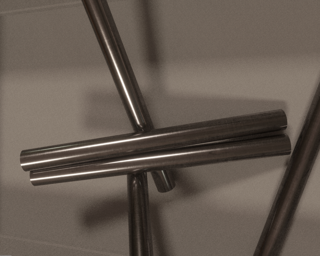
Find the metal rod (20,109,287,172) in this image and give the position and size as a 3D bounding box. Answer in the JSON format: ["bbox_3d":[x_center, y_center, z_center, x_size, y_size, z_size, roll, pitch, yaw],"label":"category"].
[{"bbox_3d":[-0.006,0.014,0.358,0.302,0.025,0.025,-9,87,-1],"label":"metal rod"}]

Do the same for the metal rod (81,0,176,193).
[{"bbox_3d":[-0.040,-0.054,0.360,0.025,0.025,0.298,-13,110,19],"label":"metal rod"}]

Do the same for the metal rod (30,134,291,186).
[{"bbox_3d":[-0.002,0.038,0.367,0.302,0.025,0.025,-7,88,3],"label":"metal rod"}]

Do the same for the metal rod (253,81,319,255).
[{"bbox_3d":[0.164,0.032,0.352,0.025,0.025,0.298,20,97,18],"label":"metal rod"}]

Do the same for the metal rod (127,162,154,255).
[{"bbox_3d":[-0.020,0.129,0.328,0.025,0.025,0.300,-23,47,18],"label":"metal rod"}]
